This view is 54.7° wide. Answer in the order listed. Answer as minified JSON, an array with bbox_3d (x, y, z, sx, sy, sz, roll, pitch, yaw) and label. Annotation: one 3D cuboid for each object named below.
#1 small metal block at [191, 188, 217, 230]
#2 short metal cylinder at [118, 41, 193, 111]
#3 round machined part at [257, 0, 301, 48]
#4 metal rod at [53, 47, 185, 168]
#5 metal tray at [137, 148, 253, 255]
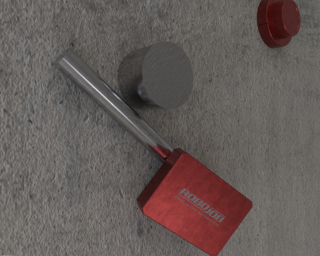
[{"bbox_3d":[0.057,0.110,0.434,0.050,0.025,0.050,-20,119,-13],"label":"small metal block"},{"bbox_3d":[-0.005,-0.062,0.384,0.081,0.050,0.080,0,90,-40],"label":"short metal cylinder"},{"bbox_3d":[0.229,-0.203,0.585,0.099,0.042,0.097,0,90,-40],"label":"round machined part"},{"bbox_3d":[-0.010,0.017,0.396,0.300,0.025,0.025,45,63,-31],"label":"metal rod"},{"bbox_3d":[0.047,0.098,0.404,0.130,0.030,0.090,38,87,-20],"label":"metal tray"}]
